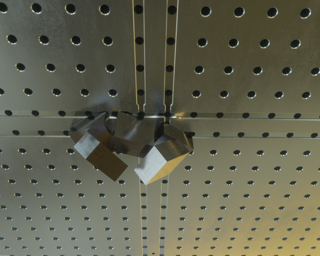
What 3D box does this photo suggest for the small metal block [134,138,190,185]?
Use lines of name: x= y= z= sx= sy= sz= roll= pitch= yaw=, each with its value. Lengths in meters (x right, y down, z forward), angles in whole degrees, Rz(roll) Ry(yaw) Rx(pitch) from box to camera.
small metal block: x=0.003 y=0.042 z=0.396 sx=0.050 sy=0.025 sz=0.050 roll=-15 pitch=150 yaw=-51

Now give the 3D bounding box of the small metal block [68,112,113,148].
small metal block: x=-0.087 y=0.011 z=0.420 sx=0.050 sy=0.025 sz=0.050 roll=-15 pitch=129 yaw=12

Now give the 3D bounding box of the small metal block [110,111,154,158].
small metal block: x=-0.035 y=0.009 z=0.402 sx=0.050 sy=0.050 sz=0.025 roll=14 pitch=129 yaw=-13

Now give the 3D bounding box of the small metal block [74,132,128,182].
small metal block: x=-0.075 y=0.035 z=0.388 sx=0.025 sy=0.050 sz=0.050 roll=-50 pitch=122 yaw=-10

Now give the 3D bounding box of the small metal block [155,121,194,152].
small metal block: x=0.011 y=0.025 z=0.434 sx=0.050 sy=0.025 sz=0.050 roll=29 pitch=124 yaw=-23
